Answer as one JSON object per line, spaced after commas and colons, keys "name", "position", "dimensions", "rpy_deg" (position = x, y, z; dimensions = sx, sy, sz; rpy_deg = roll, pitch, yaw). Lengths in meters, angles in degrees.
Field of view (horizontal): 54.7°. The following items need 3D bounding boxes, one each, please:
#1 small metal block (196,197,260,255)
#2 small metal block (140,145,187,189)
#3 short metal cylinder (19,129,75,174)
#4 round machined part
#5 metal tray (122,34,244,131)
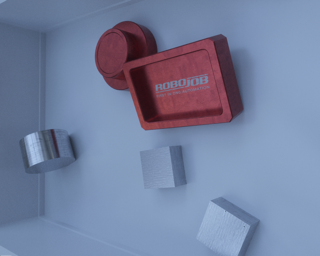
{"name": "small metal block", "position": [0.074, 0.113, 0.344], "dimensions": [0.050, 0.025, 0.050], "rpy_deg": [28, 107, 36]}
{"name": "small metal block", "position": [0.004, 0.051, 0.402], "dimensions": [0.050, 0.025, 0.050], "rpy_deg": [-13, 82, 39]}
{"name": "short metal cylinder", "position": [-0.191, 0.041, 0.525], "dimensions": [0.080, 0.081, 0.050], "rpy_deg": [-30, 71, 35]}
{"name": "round machined part", "position": [-0.055, -0.102, 0.439], "dimensions": [0.098, 0.042, 0.097], "rpy_deg": [0, 90, 39]}
{"name": "metal tray", "position": [0.023, -0.048, 0.363], "dimensions": [0.130, 0.030, 0.089], "rpy_deg": [-6, 107, 39]}
